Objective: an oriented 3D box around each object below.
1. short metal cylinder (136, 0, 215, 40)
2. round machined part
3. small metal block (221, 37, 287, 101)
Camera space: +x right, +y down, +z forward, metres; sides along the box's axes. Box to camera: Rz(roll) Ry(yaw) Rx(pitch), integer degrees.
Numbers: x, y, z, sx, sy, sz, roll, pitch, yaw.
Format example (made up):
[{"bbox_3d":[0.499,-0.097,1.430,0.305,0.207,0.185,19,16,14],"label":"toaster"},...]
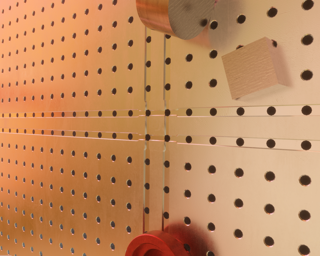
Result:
[{"bbox_3d":[0.019,-0.148,0.356,0.050,0.081,0.079,30,108,36],"label":"short metal cylinder"},{"bbox_3d":[0.004,0.179,0.393,0.098,0.042,0.097,0,90,39],"label":"round machined part"},{"bbox_3d":[0.098,-0.060,0.327,0.050,0.025,0.050,-19,78,38],"label":"small metal block"}]
